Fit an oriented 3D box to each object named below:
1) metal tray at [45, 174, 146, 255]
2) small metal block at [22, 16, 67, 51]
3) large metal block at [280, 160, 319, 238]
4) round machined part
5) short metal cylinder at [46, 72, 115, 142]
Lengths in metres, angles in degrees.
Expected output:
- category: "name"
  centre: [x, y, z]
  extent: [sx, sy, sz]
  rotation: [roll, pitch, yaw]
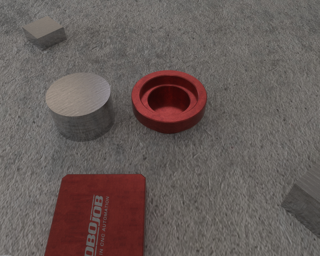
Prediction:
- category: "metal tray"
  centre: [-0.061, 0.109, 0.308]
  extent: [0.091, 0.030, 0.130]
  rotation: [0, 50, 0]
- category: "small metal block"
  centre: [-0.201, -0.166, 0.541]
  extent: [0.050, 0.025, 0.050]
  rotation: [37, 59, 27]
- category: "large metal block"
  centre: [0.192, 0.075, 0.325]
  extent: [0.080, 0.050, 0.080]
  rotation: [-32, 57, -24]
- category: "round machined part"
  centre: [0.012, -0.031, 0.418]
  extent: [0.099, 0.042, 0.098]
  rotation: [0, 50, 0]
- category: "short metal cylinder"
  centre: [-0.103, -0.028, 0.410]
  extent: [0.081, 0.050, 0.080]
  rotation: [0, 50, 0]
